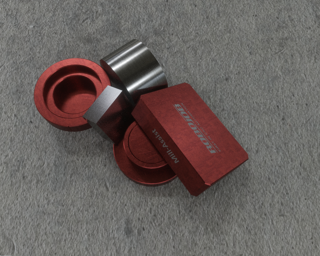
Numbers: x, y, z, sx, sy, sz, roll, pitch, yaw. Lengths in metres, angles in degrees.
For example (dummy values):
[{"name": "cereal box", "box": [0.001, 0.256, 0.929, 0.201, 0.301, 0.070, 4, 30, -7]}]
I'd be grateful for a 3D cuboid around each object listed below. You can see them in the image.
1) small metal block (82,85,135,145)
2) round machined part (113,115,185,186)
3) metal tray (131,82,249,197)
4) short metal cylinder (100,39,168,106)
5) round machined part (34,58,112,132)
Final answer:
[{"name": "small metal block", "box": [-0.059, -0.015, 0.382, 0.025, 0.050, 0.050, 23, 69, 34]}, {"name": "round machined part", "box": [-0.010, 0.022, 0.392, 0.099, 0.042, 0.098, 0, 70, -1]}, {"name": "metal tray", "box": [0.037, 0.008, 0.381, 0.091, 0.030, 0.130, -22, 68, -42]}, {"name": "short metal cylinder", "box": [-0.034, -0.068, 0.405, 0.050, 0.080, 0.080, -36, 74, -12]}, {"name": "round machined part", "box": [-0.111, -0.040, 0.414, 0.099, 0.042, 0.098, 0, 70, -1]}]
